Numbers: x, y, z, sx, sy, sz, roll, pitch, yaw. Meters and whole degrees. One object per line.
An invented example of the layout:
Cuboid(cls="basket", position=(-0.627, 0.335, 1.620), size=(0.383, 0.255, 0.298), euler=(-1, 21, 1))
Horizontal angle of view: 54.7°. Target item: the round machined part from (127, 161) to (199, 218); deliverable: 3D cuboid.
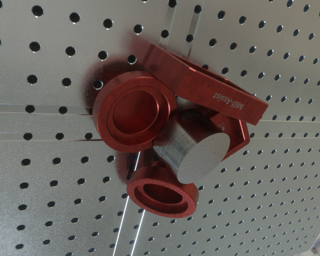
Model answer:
Cuboid(cls="round machined part", position=(0.007, 0.083, 0.434), size=(0.098, 0.042, 0.097), euler=(12, 139, 11))

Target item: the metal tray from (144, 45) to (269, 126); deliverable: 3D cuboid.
Cuboid(cls="metal tray", position=(0.056, -0.050, 0.370), size=(0.131, 0.090, 0.030), euler=(16, 110, -35))

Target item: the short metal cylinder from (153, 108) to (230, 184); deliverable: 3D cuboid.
Cuboid(cls="short metal cylinder", position=(0.039, 0.023, 0.384), size=(0.081, 0.050, 0.080), euler=(-26, 141, -23))

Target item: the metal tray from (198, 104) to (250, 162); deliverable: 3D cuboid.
Cuboid(cls="metal tray", position=(0.066, 0.018, 0.456), size=(0.131, 0.030, 0.090), euler=(-32, 129, -8))

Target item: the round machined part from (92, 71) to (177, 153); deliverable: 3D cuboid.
Cuboid(cls="round machined part", position=(-0.032, -0.022, 0.370), size=(0.099, 0.042, 0.097), euler=(-14, 125, -21))
